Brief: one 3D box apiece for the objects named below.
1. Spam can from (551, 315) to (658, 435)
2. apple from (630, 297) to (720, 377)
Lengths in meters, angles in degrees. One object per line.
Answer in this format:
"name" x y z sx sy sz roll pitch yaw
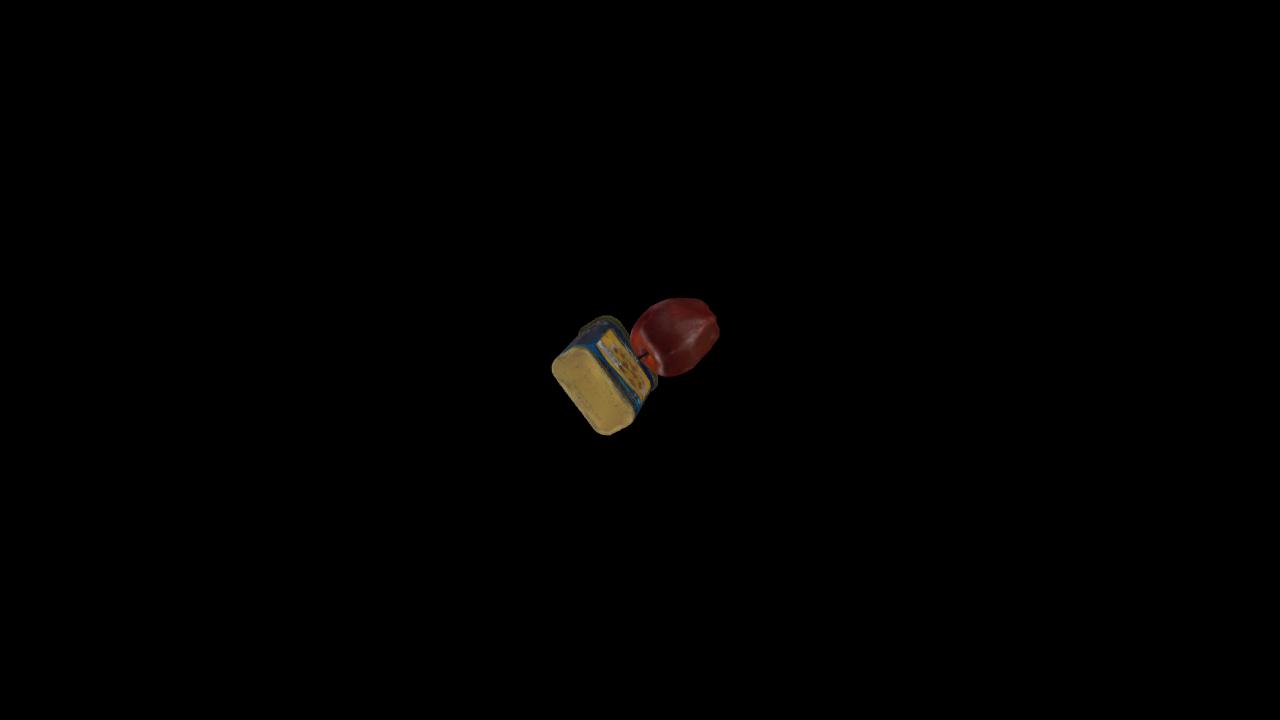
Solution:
"Spam can" -0.035 0.015 0.637 0.058 0.101 0.085 -31 12 26
"apple" 0.034 -0.025 0.638 0.093 0.079 0.079 -32 10 -17
